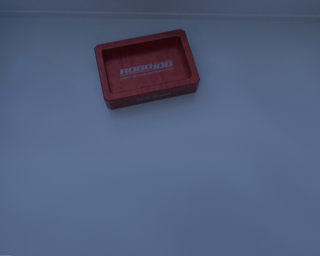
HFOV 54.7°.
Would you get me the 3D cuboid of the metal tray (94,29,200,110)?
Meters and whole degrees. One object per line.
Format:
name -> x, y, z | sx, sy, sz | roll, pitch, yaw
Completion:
metal tray -> -0.019, -0.084, 0.437 | 0.131, 0.030, 0.090 | -12, 71, -5
